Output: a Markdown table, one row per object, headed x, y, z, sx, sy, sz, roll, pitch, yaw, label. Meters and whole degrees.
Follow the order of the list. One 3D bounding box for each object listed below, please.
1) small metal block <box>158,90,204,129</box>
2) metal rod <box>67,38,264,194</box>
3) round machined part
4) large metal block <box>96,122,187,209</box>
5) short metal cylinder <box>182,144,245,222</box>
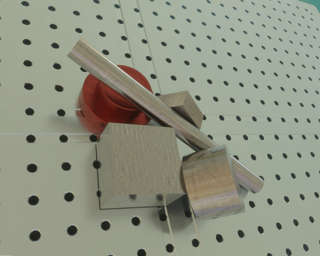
| x | y | z | sx | sy | sz | roll | pitch | yaw | label |
| --- | --- | --- | --- | --- | --- | --- | --- | --- | --- |
| 0.022 | -0.019 | 0.405 | 0.050 | 0.050 | 0.025 | 51 | 45 | -39 | small metal block |
| 0.022 | -0.003 | 0.381 | 0.301 | 0.025 | 0.025 | 36 | 50 | -21 | metal rod |
| -0.049 | -0.042 | 0.397 | 0.099 | 0.042 | 0.098 | 14 | 56 | -21 | round machined part |
| -0.024 | 0.043 | 0.351 | 0.081 | 0.050 | 0.080 | 5 | 60 | -26 | large metal block |
| 0.063 | 0.064 | 0.361 | 0.080 | 0.050 | 0.080 | -17 | 90 | -76 | short metal cylinder |
